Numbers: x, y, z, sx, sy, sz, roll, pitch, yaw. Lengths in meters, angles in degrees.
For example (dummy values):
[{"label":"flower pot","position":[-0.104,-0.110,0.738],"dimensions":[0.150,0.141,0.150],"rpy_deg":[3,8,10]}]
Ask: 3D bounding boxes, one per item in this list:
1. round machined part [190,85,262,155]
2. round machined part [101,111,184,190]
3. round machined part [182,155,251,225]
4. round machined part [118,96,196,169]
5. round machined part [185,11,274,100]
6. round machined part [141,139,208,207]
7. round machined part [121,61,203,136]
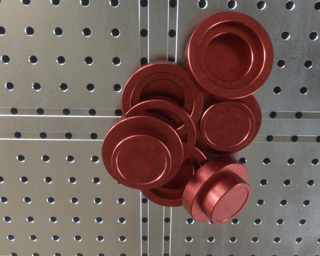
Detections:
[{"label":"round machined part","position":[0.083,-0.008,0.401],"dimensions":[0.099,0.042,0.097],"rpy_deg":[0,110,0]},{"label":"round machined part","position":[-0.021,0.032,0.371],"dimensions":[0.099,0.042,0.097],"rpy_deg":[0,110,0]},{"label":"round machined part","position":[0.081,0.088,0.411],"dimensions":[0.099,0.042,0.097],"rpy_deg":[-20,130,-26]},{"label":"round machined part","position":[-0.004,0.005,0.406],"dimensions":[0.099,0.042,0.097],"rpy_deg":[0,110,0]},{"label":"round machined part","position":[0.077,-0.081,0.363],"dimensions":[0.099,0.042,0.097],"rpy_deg":[0,89,-7]},{"label":"round machined part","position":[0.017,0.055,0.425],"dimensions":[0.099,0.042,0.097],"rpy_deg":[0,110,0]},{"label":"round machined part","position":[0.003,-0.036,0.391],"dimensions":[0.099,0.042,0.097],"rpy_deg":[0,110,0]}]
